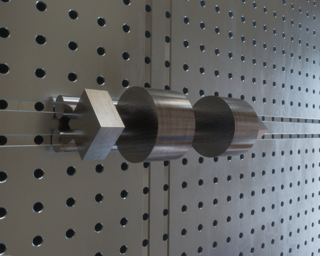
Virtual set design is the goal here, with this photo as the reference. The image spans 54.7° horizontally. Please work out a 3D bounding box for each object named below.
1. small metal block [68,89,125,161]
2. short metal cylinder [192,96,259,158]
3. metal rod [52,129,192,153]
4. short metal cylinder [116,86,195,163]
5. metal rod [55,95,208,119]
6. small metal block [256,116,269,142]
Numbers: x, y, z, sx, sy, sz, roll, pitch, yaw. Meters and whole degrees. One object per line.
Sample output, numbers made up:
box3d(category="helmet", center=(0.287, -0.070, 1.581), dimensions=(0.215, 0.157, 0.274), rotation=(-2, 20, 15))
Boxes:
box3d(category="small metal block", center=(-0.065, -0.003, 0.309), dimensions=(0.025, 0.050, 0.050), rotation=(1, 47, -40))
box3d(category="short metal cylinder", center=(0.083, -0.002, 0.414), dimensions=(0.050, 0.080, 0.080), rotation=(1, 90, -40))
box3d(category="metal rod", center=(0.009, 0.015, 0.417), dimensions=(0.302, 0.025, 0.025), rotation=(1, 90, -40))
box3d(category="short metal cylinder", center=(-0.008, -0.003, 0.338), dimensions=(0.050, 0.080, 0.080), rotation=(1, 90, -40))
box3d(category="metal rod", center=(0.011, -0.020, 0.419), dimensions=(0.302, 0.025, 0.025), rotation=(1, 90, -40))
box3d(category="small metal block", center=(0.126, 0.000, 0.469), dimensions=(0.025, 0.050, 0.050), rotation=(1, 49, -40))
